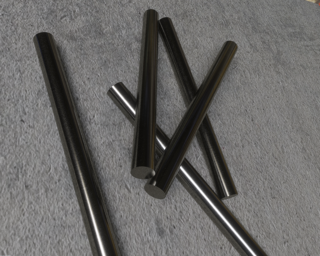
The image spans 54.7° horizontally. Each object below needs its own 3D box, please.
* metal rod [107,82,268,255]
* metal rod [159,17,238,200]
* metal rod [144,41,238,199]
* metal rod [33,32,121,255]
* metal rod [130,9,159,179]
[{"bbox_3d":[0.037,0.062,0.385,0.025,0.025,0.300,-35,81,-38],"label":"metal rod"},{"bbox_3d":[0.048,-0.043,0.455,0.025,0.025,0.299,-3,63,-30],"label":"metal rod"},{"bbox_3d":[0.055,-0.033,0.420,0.025,0.025,0.301,35,51,-5],"label":"metal rod"},{"bbox_3d":[-0.095,0.017,0.341,0.025,0.025,0.299,-9,66,-32],"label":"metal rod"},{"bbox_3d":[-0.016,-0.069,0.412,0.025,0.025,0.300,17,47,-19],"label":"metal rod"}]
